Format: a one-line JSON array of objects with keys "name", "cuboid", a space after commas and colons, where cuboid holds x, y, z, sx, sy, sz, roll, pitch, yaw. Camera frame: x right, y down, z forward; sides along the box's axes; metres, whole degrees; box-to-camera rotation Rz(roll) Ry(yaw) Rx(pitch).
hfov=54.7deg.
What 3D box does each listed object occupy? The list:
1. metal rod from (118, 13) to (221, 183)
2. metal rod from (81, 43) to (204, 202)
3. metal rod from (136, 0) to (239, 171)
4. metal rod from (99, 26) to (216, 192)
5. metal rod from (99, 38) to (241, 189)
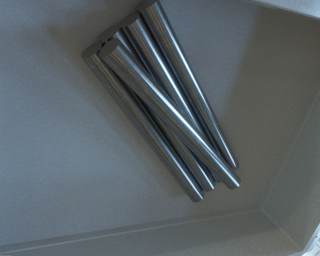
[{"name": "metal rod", "cuboid": [0.034, -0.016, 0.415, 0.025, 0.025, 0.300, -37, 129, -3]}, {"name": "metal rod", "cuboid": [-0.005, 0.015, 0.414, 0.025, 0.025, 0.300, -37, 129, -3]}, {"name": "metal rod", "cuboid": [0.052, -0.033, 0.415, 0.025, 0.025, 0.300, -37, 129, -3]}, {"name": "metal rod", "cuboid": [0.013, -0.002, 0.413, 0.025, 0.025, 0.300, -37, 129, -3]}, {"name": "metal rod", "cuboid": [0.033, 0.004, 0.394, 0.025, 0.025, 0.300, -44, 129, 2]}]
